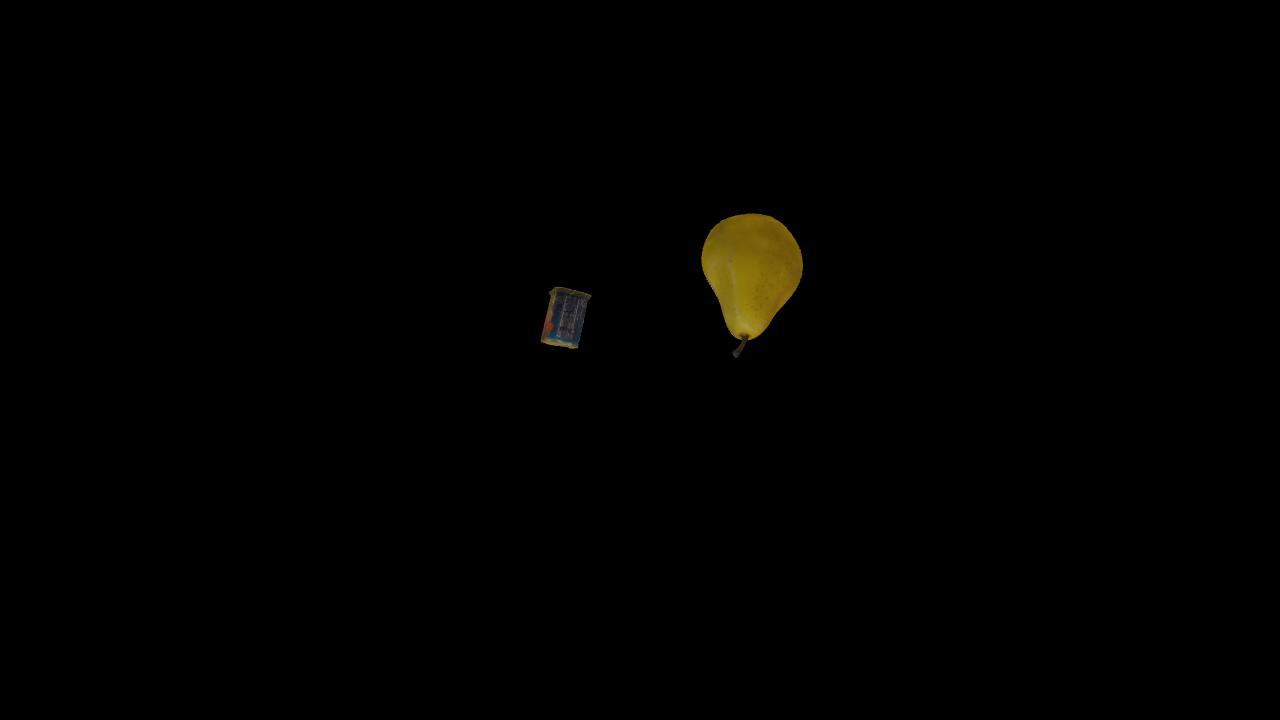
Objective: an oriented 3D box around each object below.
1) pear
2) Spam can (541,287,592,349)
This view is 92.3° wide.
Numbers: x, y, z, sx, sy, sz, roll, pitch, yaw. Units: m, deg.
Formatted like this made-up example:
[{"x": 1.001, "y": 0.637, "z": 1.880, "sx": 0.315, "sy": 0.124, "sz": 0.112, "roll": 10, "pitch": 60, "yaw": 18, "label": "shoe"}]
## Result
[{"x": 0.084, "y": -0.051, "z": 0.458, "sx": 0.080, "sy": 0.111, "sz": 0.080, "roll": 1, "pitch": -17, "yaw": 0, "label": "pear"}, {"x": -0.119, "y": -0.064, "z": 0.969, "sx": 0.058, "sy": 0.085, "sz": 0.101, "roll": 12, "pitch": -3, "yaw": -15, "label": "Spam can"}]
